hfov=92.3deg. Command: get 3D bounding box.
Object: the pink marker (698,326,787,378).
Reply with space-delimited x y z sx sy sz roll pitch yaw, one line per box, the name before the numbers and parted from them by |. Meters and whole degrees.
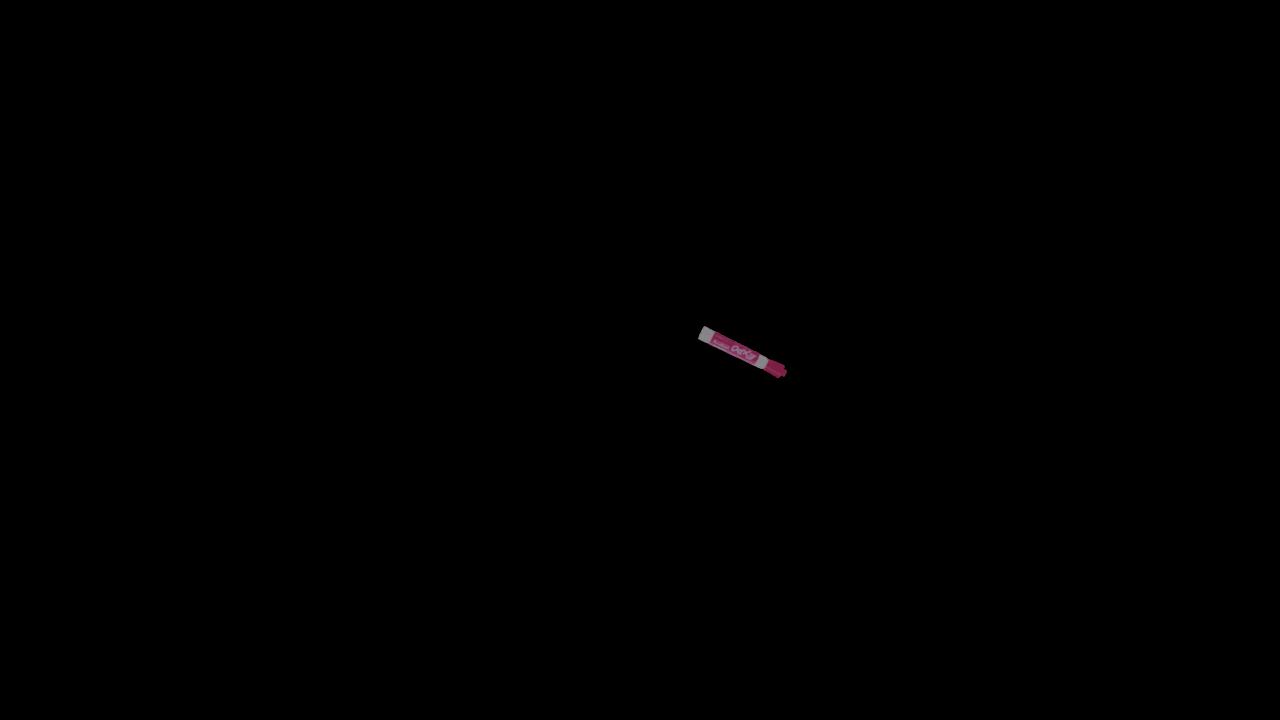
pink marker | 0.132 -0.009 0.787 0.121 0.020 0.020 26 0 0
